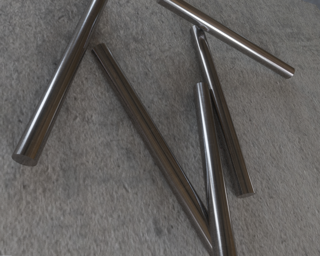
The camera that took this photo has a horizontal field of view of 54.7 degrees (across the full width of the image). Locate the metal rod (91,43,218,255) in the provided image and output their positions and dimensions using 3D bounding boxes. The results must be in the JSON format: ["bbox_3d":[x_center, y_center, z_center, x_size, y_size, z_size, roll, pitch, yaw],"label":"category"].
[{"bbox_3d":[-0.008,0.016,0.391,0.025,0.025,0.299,-21,73,-36],"label":"metal rod"}]

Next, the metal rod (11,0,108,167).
[{"bbox_3d":[-0.114,-0.088,0.397,0.025,0.025,0.300,22,53,-16],"label":"metal rod"}]

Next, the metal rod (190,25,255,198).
[{"bbox_3d":[0.089,-0.041,0.479,0.025,0.025,0.299,4,60,-27],"label":"metal rod"}]

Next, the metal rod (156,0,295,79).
[{"bbox_3d":[0.128,-0.158,0.548,0.302,0.025,0.025,21,53,-25],"label":"metal rod"}]

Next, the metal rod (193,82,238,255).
[{"bbox_3d":[0.066,0.055,0.384,0.025,0.025,0.300,16,48,-20],"label":"metal rod"}]
